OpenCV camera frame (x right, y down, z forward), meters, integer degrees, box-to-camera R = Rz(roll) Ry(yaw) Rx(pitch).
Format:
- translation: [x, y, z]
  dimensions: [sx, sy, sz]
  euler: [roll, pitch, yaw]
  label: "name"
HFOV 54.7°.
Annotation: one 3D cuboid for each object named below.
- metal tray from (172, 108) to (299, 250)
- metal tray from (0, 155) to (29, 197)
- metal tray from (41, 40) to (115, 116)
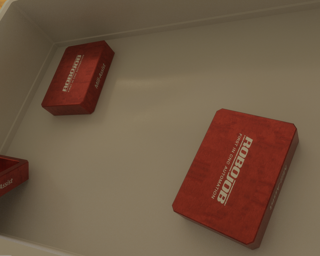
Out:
- translation: [0.081, 0.048, 0.331]
  dimensions: [0.090, 0.030, 0.130]
  euler: [16, 70, 34]
  label: "metal tray"
- translation: [-0.257, 0.072, 0.422]
  dimensions: [0.090, 0.130, 0.030]
  euler: [9, 106, 11]
  label: "metal tray"
- translation: [-0.138, -0.085, 0.528]
  dimensions: [0.090, 0.030, 0.130]
  euler: [-1, 61, 27]
  label: "metal tray"
